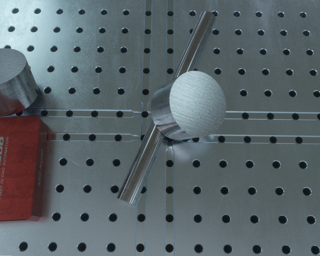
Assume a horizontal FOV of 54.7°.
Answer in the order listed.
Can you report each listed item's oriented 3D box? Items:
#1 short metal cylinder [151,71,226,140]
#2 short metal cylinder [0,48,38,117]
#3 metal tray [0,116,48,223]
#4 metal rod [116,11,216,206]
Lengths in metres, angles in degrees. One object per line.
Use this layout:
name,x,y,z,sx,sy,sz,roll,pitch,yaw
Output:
short metal cylinder,0.035,-0.026,0.391,0.081,0.050,0.080,4,81,-27
short metal cylinder,-0.208,-0.060,0.405,0.080,0.050,0.080,0,48,1
metal tray,-0.196,0.051,0.389,0.091,0.030,0.130,-2,70,-1
metal rod,0.016,-0.039,0.425,0.025,0.025,0.300,21,71,7
